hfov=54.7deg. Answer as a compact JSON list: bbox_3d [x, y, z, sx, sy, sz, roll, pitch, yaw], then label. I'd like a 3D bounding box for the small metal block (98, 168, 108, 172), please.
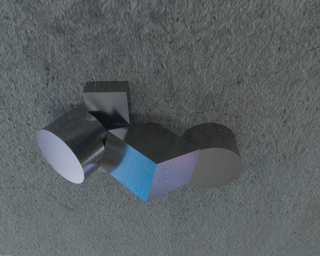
[{"bbox_3d":[-0.062,0.037,0.439,0.050,0.025,0.050,2,130,-3],"label":"small metal block"}]

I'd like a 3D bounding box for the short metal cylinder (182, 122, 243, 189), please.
[{"bbox_3d":[0.068,0.038,0.426,0.081,0.050,0.079,0,130,0],"label":"short metal cylinder"}]

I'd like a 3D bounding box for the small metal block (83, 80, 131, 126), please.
[{"bbox_3d":[-0.063,-0.030,0.382,0.050,0.025,0.050,-1,130,0],"label":"small metal block"}]

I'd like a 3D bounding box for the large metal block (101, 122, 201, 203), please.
[{"bbox_3d":[-0.012,0.036,0.379,0.081,0.080,0.050,-13,125,-48],"label":"large metal block"}]

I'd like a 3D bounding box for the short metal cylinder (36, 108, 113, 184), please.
[{"bbox_3d":[-0.105,0.022,0.386,0.080,0.050,0.079,25,137,26],"label":"short metal cylinder"}]
